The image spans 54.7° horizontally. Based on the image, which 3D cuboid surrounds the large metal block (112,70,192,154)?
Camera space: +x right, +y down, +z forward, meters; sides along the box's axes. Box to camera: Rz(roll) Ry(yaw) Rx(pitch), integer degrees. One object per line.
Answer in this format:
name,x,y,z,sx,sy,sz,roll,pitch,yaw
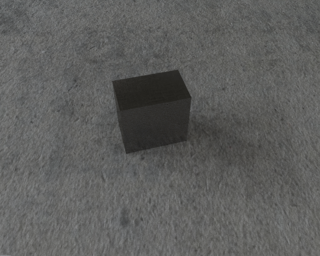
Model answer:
large metal block,-0.011,-0.019,0.383,0.081,0.080,0.050,-12,51,-10
